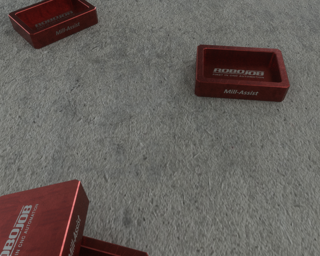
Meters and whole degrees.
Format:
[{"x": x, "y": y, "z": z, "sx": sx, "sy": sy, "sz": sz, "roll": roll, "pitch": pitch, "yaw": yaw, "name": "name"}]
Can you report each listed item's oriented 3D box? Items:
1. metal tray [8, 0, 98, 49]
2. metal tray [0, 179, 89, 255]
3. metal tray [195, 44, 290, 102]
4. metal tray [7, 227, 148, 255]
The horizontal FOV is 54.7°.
[{"x": -0.192, "y": -0.201, "z": 0.566, "sx": 0.131, "sy": 0.030, "sz": 0.090, "roll": -35, "pitch": 58, "yaw": -26, "name": "metal tray"}, {"x": -0.118, "y": 0.105, "z": 0.271, "sx": 0.090, "sy": 0.030, "sz": 0.130, "roll": -13, "pitch": 28, "yaw": 2, "name": "metal tray"}, {"x": 0.120, "y": -0.085, "z": 0.472, "sx": 0.131, "sy": 0.030, "sz": 0.090, "roll": 4, "pitch": 50, "yaw": 3, "name": "metal tray"}, {"x": -0.082, "y": 0.145, "z": 0.277, "sx": 0.131, "sy": 0.030, "sz": 0.090, "roll": 11, "pitch": 51, "yaw": 9, "name": "metal tray"}]
